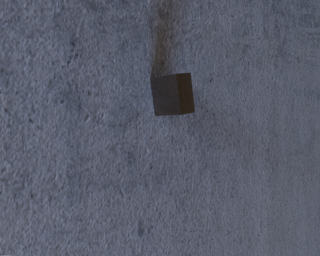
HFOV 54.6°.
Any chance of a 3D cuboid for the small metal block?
[{"bbox_3d":[0.016,-0.043,0.400,0.025,0.050,0.050,-12,98,-39],"label":"small metal block"}]
